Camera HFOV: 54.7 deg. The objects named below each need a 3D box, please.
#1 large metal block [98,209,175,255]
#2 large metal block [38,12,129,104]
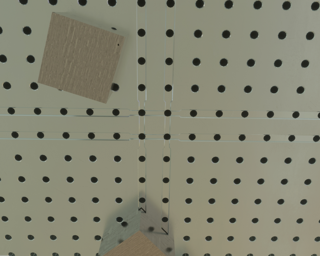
[{"bbox_3d":[-0.034,0.184,0.468,0.080,0.050,0.080,-38,106,12],"label":"large metal block"},{"bbox_3d":[-0.089,-0.084,0.368,0.080,0.050,0.079,17,109,-7],"label":"large metal block"}]
